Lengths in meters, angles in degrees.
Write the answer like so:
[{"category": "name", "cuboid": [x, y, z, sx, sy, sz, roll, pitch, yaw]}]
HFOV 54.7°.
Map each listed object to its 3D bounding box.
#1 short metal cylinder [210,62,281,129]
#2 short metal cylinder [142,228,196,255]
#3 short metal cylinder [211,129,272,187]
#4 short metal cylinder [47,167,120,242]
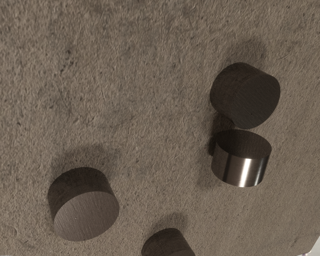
[{"category": "short metal cylinder", "cuboid": [0.117, -0.045, 0.429, 0.081, 0.050, 0.079, -14, 125, -21]}, {"category": "short metal cylinder", "cuboid": [0.014, 0.222, 0.538, 0.081, 0.050, 0.079, -14, 125, -21]}, {"category": "short metal cylinder", "cuboid": [0.121, 0.044, 0.467, 0.081, 0.080, 0.050, -10, 123, -24]}, {"category": "short metal cylinder", "cuboid": [-0.099, 0.097, 0.398, 0.081, 0.050, 0.079, -14, 125, -21]}]
